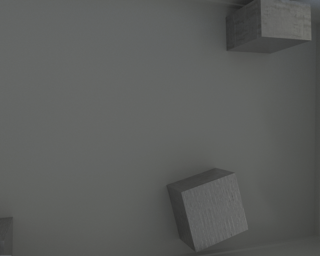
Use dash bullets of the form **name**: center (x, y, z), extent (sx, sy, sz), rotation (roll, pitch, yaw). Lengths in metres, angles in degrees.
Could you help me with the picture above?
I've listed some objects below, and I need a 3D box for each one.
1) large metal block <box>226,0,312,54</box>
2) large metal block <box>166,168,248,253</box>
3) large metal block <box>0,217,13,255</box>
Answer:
- **large metal block**: center (0.150, -0.140, 0.436), extent (0.081, 0.080, 0.050), rotation (-2, 91, -20)
- **large metal block**: center (0.064, 0.107, 0.421), extent (0.081, 0.050, 0.080), rotation (-16, 96, -19)
- **large metal block**: center (-0.196, 0.128, 0.309), extent (0.081, 0.080, 0.050), rotation (1, 90, -20)
